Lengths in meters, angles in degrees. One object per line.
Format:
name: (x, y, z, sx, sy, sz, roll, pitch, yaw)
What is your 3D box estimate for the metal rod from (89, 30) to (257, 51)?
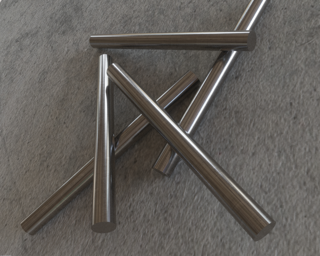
metal rod: (-0.004, -0.130, 0.465, 0.300, 0.025, 0.025, 13, 68, 39)

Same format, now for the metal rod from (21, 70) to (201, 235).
metal rod: (-0.064, 0.032, 0.416, 0.300, 0.025, 0.025, -42, 51, -2)

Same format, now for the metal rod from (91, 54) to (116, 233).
metal rod: (-0.074, -0.006, 0.416, 0.025, 0.025, 0.300, -23, 45, 14)

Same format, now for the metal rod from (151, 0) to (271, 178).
metal rod: (0.076, -0.071, 0.406, 0.025, 0.025, 0.300, 21, 72, 35)

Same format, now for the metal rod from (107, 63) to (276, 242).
metal rod: (0.012, 0.003, 0.361, 0.025, 0.025, 0.300, -42, 51, -1)
